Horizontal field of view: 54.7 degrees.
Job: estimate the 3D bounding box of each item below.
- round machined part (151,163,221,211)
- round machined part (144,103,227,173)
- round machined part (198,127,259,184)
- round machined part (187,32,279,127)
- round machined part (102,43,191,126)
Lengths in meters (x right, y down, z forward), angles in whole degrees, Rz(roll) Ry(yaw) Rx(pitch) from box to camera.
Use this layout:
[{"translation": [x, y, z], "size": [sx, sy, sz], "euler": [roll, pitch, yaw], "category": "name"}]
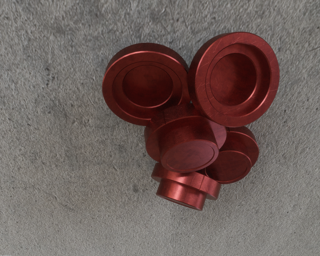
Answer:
[{"translation": [0.033, 0.086, 0.438], "size": [0.098, 0.042, 0.098], "euler": [18, 165, 6], "category": "round machined part"}, {"translation": [0.032, 0.019, 0.371], "size": [0.099, 0.042, 0.097], "euler": [-7, 141, -5], "category": "round machined part"}, {"translation": [0.089, 0.042, 0.434], "size": [0.099, 0.042, 0.097], "euler": [-1, 130, 0], "category": "round machined part"}, {"translation": [0.075, -0.053, 0.336], "size": [0.099, 0.042, 0.097], "euler": [-5, 105, -17], "category": "round machined part"}, {"translation": [-0.014, -0.052, 0.353], "size": [0.099, 0.042, 0.097], "euler": [-1, 130, 0], "category": "round machined part"}]
